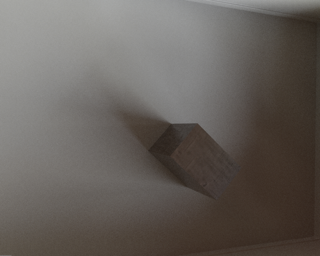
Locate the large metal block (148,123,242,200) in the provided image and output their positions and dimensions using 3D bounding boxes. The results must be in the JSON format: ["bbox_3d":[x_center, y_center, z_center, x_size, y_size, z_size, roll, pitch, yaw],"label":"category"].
[{"bbox_3d":[0.041,0.040,0.396,0.080,0.080,0.050,44,76,-15],"label":"large metal block"}]
